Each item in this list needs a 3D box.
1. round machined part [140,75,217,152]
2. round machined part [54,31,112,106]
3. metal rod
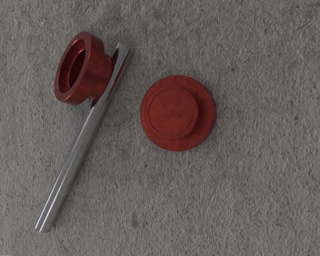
[{"bbox_3d":[0.020,-0.019,0.393,0.098,0.042,0.097,0,90,20],"label":"round machined part"},{"bbox_3d":[-0.101,-0.076,0.420,0.098,0.042,0.098,-23,58,43],"label":"round machined part"},{"bbox_3d":[-0.112,0.020,0.448,0.025,0.025,0.298,29,99,17],"label":"metal rod"}]
